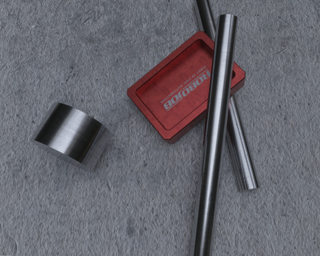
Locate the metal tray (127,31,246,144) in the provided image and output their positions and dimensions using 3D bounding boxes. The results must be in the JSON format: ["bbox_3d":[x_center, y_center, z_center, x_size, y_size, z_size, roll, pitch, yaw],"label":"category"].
[{"bbox_3d":[0.034,-0.053,0.407,0.130,0.030,0.090,-40,73,1],"label":"metal tray"}]

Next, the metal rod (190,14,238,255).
[{"bbox_3d":[0.063,0.015,0.362,0.025,0.025,0.298,7,85,2],"label":"metal rod"}]

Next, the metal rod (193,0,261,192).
[{"bbox_3d":[0.087,-0.062,0.431,0.025,0.025,0.299,-9,70,-3],"label":"metal rod"}]

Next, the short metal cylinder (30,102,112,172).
[{"bbox_3d":[-0.106,0.012,0.374,0.080,0.080,0.050,24,72,8],"label":"short metal cylinder"}]
